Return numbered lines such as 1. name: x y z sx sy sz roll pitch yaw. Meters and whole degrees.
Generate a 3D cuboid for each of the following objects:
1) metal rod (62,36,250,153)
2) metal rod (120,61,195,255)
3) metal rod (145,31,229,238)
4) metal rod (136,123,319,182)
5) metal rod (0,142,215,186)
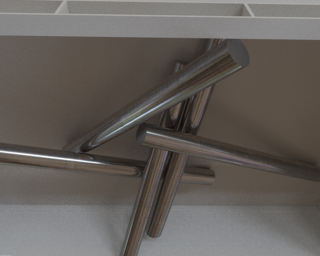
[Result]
1. metal rod: -0.036 -0.010 0.332 0.025 0.025 0.299 34 143 -26
2. metal rod: -0.009 0.060 0.404 0.025 0.025 0.298 12 112 -10
3. metal rod: 0.027 0.028 0.395 0.025 0.025 0.298 11 118 -10
4. metal rod: 0.109 0.038 0.401 0.302 0.025 0.025 14 130 -28
5. metal rod: -0.058 0.051 0.413 0.302 0.025 0.025 10 131 -24
